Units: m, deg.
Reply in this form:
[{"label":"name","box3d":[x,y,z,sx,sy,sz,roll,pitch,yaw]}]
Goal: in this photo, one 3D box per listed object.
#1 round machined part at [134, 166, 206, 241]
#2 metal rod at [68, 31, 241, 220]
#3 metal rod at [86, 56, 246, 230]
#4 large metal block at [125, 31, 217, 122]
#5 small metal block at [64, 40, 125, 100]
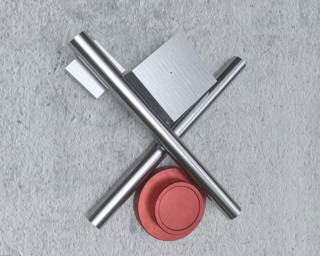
[{"label":"round machined part","box3d":[0.018,0.101,0.409,0.099,0.042,0.097,0,90,-21]},{"label":"metal rod","box3d":[0.003,0.007,0.385,0.025,0.025,0.300,-46,105,-14]},{"label":"metal rod","box3d":[0.017,0.010,0.419,0.025,0.025,0.301,47,75,-15]},{"label":"large metal block","box3d":[0.012,-0.064,0.403,0.080,0.050,0.080,-44,104,-15]},{"label":"small metal block","box3d":[-0.081,-0.071,0.382,0.050,0.025,0.050,45,76,-15]}]
